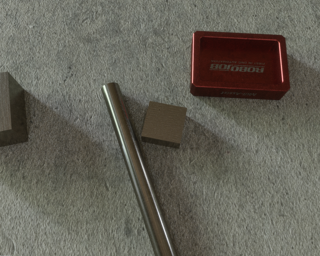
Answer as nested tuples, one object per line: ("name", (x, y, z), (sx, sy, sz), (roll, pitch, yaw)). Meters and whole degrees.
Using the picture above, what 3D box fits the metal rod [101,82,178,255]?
("metal rod", (-0.019, 0.076, 0.379), (0.025, 0.025, 0.299), (-18, 71, -7))

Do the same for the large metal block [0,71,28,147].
("large metal block", (-0.223, -0.019, 0.399), (0.081, 0.050, 0.080), (-12, 71, -5))

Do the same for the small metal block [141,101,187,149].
("small metal block", (0.006, -0.004, 0.410), (0.050, 0.025, 0.050), (11, 70, 3))

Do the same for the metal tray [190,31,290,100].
("metal tray", (0.110, -0.089, 0.439), (0.131, 0.030, 0.090), (3, 70, 0))
